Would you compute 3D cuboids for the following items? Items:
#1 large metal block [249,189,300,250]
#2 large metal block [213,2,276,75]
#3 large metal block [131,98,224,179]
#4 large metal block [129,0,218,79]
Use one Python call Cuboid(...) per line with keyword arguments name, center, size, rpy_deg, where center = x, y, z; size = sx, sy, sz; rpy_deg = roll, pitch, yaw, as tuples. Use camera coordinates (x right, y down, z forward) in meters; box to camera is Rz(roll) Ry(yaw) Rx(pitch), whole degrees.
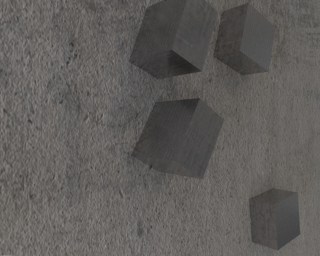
Cuboid(name="large metal block", center=(0.210, 0.162, 0.564), size=(0.081, 0.050, 0.079), rpy_deg=(-9, 96, -40))
Cuboid(name="large metal block", center=(0.139, -0.141, 0.504), size=(0.080, 0.050, 0.080), rpy_deg=(20, 77, -38))
Cuboid(name="large metal block", center=(0.022, 0.012, 0.387), size=(0.050, 0.080, 0.080), rpy_deg=(36, 68, -34))
Cuboid(name="large metal block", center=(0.016, -0.112, 0.382), size=(0.050, 0.080, 0.080), rpy_deg=(26, 74, -37))
